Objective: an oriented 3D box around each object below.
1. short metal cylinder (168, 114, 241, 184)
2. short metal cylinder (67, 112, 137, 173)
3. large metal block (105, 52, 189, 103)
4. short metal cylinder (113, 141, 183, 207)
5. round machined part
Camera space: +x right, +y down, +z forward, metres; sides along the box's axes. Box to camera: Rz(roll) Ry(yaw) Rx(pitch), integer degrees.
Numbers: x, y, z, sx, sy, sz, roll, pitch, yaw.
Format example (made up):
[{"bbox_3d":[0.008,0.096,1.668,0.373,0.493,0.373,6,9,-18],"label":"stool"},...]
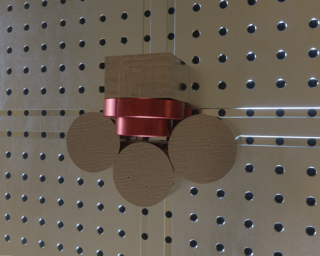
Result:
[{"bbox_3d":[0.056,0.024,0.380,0.080,0.050,0.079,0,90,20],"label":"short metal cylinder"},{"bbox_3d":[-0.080,0.018,0.428,0.080,0.050,0.079,0,90,20],"label":"short metal cylinder"},{"bbox_3d":[-0.013,-0.058,0.387,0.080,0.080,0.050,1,91,20],"label":"large metal block"},{"bbox_3d":[-0.014,0.057,0.404,0.080,0.050,0.079,0,90,20],"label":"short metal cylinder"},{"bbox_3d":[-0.020,-0.011,0.379,0.098,0.098,0.042,2,90,20],"label":"round machined part"}]
